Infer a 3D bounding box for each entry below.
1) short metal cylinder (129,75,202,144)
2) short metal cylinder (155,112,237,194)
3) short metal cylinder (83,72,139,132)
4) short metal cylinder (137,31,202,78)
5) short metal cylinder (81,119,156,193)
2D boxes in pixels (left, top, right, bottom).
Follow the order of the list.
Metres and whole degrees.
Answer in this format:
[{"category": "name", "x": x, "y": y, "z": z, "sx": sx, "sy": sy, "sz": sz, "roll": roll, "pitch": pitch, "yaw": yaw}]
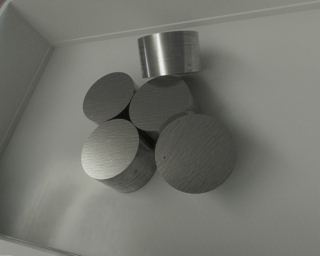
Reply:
[{"category": "short metal cylinder", "x": 0.008, "y": -0.020, "z": 0.394, "sx": 0.080, "sy": 0.050, "sz": 0.080, "roll": -13, "pitch": 56, "yaw": 20}, {"category": "short metal cylinder", "x": 0.035, "y": 0.023, "z": 0.328, "sx": 0.081, "sy": 0.050, "sz": 0.079, "roll": 0, "pitch": 96, "yaw": -1}, {"category": "short metal cylinder", "x": -0.060, "y": -0.031, "z": 0.436, "sx": 0.080, "sy": 0.050, "sz": 0.080, "roll": -13, "pitch": 56, "yaw": 20}, {"category": "short metal cylinder", "x": 0.013, "y": -0.095, "z": 0.409, "sx": 0.080, "sy": 0.080, "sz": 0.050, "roll": -3, "pitch": 99, "yaw": 26}, {"category": "short metal cylinder", "x": -0.050, "y": 0.035, "z": 0.390, "sx": 0.080, "sy": 0.050, "sz": 0.080, "roll": -13, "pitch": 56, "yaw": 20}]
